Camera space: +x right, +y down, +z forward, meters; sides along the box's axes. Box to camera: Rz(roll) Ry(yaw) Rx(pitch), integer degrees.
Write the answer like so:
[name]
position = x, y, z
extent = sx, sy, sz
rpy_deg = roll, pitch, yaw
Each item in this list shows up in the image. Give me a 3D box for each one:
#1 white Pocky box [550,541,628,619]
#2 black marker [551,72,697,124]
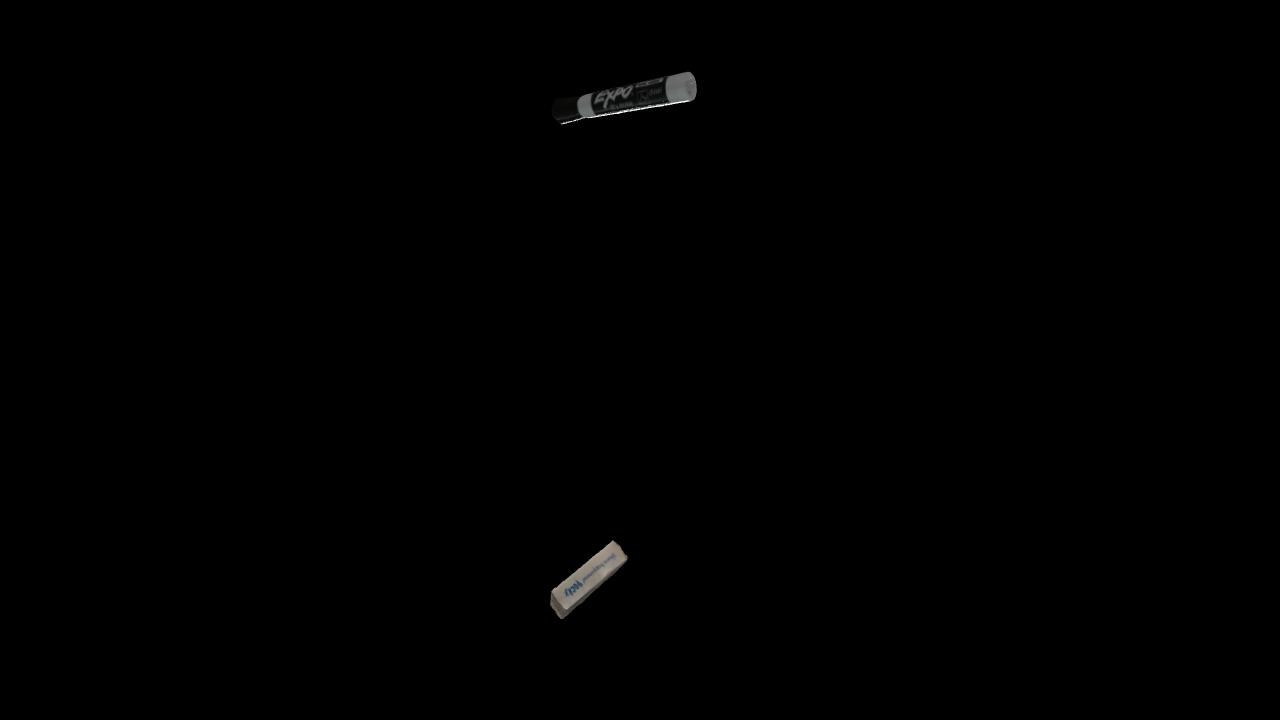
[white Pocky box]
position = -0.061, 0.249, 0.688
extent = 0.084, 0.028, 0.154
rpy_deg = -36, -15, -22
[black marker]
position = -0.016, -0.191, 0.451
extent = 0.121, 0.020, 0.020
rpy_deg = 4, 2, 32
